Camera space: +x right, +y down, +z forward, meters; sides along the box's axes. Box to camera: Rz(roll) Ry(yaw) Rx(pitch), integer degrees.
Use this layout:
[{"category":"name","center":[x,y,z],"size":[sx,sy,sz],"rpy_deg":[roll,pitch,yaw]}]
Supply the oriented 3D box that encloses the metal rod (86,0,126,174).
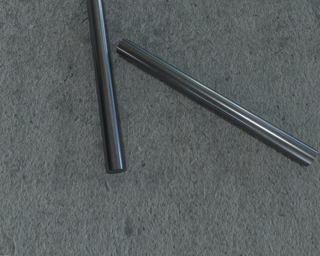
[{"category":"metal rod","center":[-0.080,-0.084,0.437],"size":[0.025,0.025,0.299],"rpy_deg":[-9,70,-4]}]

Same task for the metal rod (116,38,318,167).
[{"category":"metal rod","center":[0.069,-0.040,0.423],"size":[0.301,0.025,0.025],"rpy_deg":[32,73,11]}]
